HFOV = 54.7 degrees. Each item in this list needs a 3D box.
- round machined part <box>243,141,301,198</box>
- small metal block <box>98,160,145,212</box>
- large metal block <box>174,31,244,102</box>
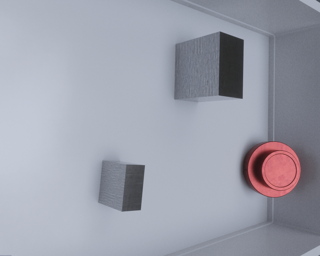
[{"bbox_3d":[0.199,0.072,0.536,0.099,0.042,0.097,0,87,-8],"label":"round machined part"},{"bbox_3d":[-0.045,0.065,0.355,0.025,0.050,0.050,9,85,-40],"label":"small metal block"},{"bbox_3d":[0.066,-0.080,0.429,0.050,0.080,0.079,2,89,-40],"label":"large metal block"}]
